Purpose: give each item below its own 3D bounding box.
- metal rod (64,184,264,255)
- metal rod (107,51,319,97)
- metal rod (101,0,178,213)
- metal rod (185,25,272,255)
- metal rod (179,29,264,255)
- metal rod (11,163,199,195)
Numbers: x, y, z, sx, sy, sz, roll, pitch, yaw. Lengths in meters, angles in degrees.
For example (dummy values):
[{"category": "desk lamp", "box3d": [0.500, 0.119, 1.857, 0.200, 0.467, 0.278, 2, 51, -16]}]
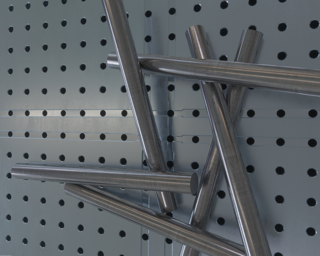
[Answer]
[{"category": "metal rod", "box3d": [-0.003, 0.120, 0.393, 0.300, 0.025, 0.025, 14, 95, 27]}, {"category": "metal rod", "box3d": [0.052, -0.065, 0.350, 0.300, 0.025, 0.025, 15, 95, 36]}, {"category": "metal rod", "box3d": [-0.026, -0.036, 0.391, 0.025, 0.025, 0.299, -12, 98, 20]}, {"category": "metal rod", "box3d": [0.075, 0.015, 0.352, 0.025, 0.025, 0.299, -19, 71, 19]}, {"category": "metal rod", "box3d": [0.074, 0.029, 0.386, 0.025, 0.025, 0.298, 17, 96, 19]}, {"category": "metal rod", "box3d": [-0.093, 0.066, 0.423, 0.300, 0.025, 0.025, -1, 90, 28]}]
